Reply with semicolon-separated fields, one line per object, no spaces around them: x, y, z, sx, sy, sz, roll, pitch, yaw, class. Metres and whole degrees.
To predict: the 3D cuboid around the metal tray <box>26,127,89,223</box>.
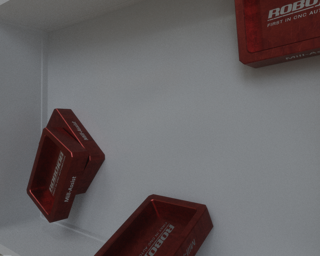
-0.170;0.074;0.503;0.090;0.030;0.129;34;111;34;metal tray

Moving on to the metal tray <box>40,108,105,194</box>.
-0.155;0.039;0.532;0.130;0.030;0.089;47;118;29;metal tray

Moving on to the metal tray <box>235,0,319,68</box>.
0.138;-0.114;0.289;0.130;0.030;0.089;-6;86;39;metal tray

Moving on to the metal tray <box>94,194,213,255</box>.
-0.010;0.133;0.348;0.090;0.131;0.030;1;121;40;metal tray
